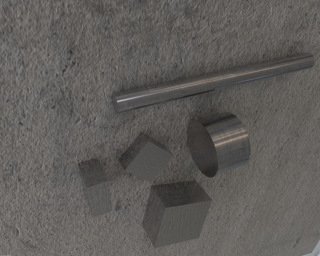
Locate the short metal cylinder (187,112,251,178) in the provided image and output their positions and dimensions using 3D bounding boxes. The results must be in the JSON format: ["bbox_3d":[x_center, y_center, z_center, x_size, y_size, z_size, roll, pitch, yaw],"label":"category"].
[{"bbox_3d":[0.079,0.022,0.428,0.050,0.080,0.079,-17,125,-19],"label":"short metal cylinder"}]

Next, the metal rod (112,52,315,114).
[{"bbox_3d":[0.085,-0.065,0.412,0.302,0.025,0.025,-15,125,-20],"label":"metal rod"}]

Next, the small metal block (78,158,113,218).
[{"bbox_3d":[-0.082,0.075,0.392,0.025,0.050,0.050,-15,125,-20],"label":"small metal block"}]

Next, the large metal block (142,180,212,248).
[{"bbox_3d":[0.025,0.133,0.487,0.081,0.050,0.079,-2,119,-28],"label":"large metal block"}]

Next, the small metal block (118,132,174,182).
[{"bbox_3d":[-0.019,0.040,0.422,0.050,0.025,0.050,32,100,-38],"label":"small metal block"}]
